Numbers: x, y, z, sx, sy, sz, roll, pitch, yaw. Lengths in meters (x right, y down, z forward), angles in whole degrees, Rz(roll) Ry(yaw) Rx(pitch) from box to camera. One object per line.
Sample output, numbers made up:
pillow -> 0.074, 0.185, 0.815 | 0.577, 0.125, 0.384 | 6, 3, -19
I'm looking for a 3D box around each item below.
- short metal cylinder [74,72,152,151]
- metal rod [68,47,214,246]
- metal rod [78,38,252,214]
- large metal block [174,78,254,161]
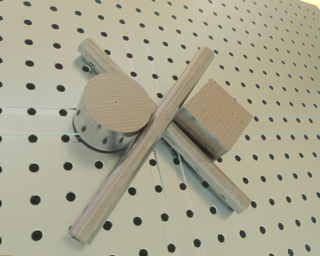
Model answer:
short metal cylinder -> -0.057, -0.019, 0.368 | 0.081, 0.050, 0.080 | 14, 56, -21
metal rod -> -0.005, -0.001, 0.374 | 0.025, 0.025, 0.301 | 37, 59, -4
metal rod -> 0.004, -0.005, 0.408 | 0.300, 0.025, 0.025 | 46, 51, 3
large metal block -> 0.069, -0.010, 0.430 | 0.080, 0.050, 0.080 | 44, 51, 2
